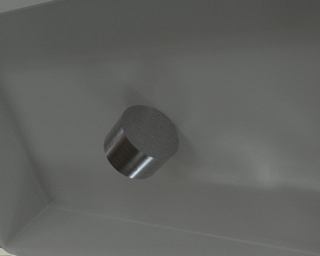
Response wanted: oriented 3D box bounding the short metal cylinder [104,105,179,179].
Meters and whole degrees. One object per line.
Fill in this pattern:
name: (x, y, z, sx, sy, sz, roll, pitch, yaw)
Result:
short metal cylinder: (-0.023, 0.018, 0.392, 0.080, 0.080, 0.050, 41, 129, -1)
